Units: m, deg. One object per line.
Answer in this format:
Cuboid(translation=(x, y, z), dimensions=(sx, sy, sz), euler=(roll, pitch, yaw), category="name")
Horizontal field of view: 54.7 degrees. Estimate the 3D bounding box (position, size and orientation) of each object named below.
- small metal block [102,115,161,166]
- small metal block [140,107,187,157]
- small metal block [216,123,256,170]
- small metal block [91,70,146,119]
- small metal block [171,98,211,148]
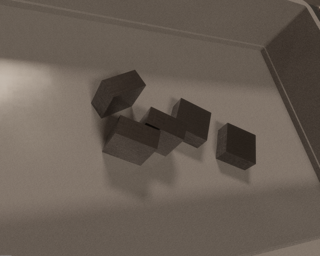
Cuboid(translation=(-0.034, 0.016, 0.363), dimensions=(0.050, 0.050, 0.025), euler=(22, 54, -16), category="small metal block")
Cuboid(translation=(-0.002, 0.006, 0.387), dimensions=(0.050, 0.050, 0.025), euler=(25, 53, -14), category="small metal block")
Cuboid(translation=(0.111, 0.027, 0.451), dimensions=(0.050, 0.025, 0.050), euler=(23, 53, -15), category="small metal block")
Cuboid(translation=(-0.052, -0.042, 0.388), dimensions=(0.050, 0.050, 0.025), euler=(-27, 77, -37), category="small metal block")
Cuboid(translation=(0.041, -0.007, 0.434), dimensions=(0.050, 0.025, 0.050), euler=(25, 53, -13), category="small metal block")
